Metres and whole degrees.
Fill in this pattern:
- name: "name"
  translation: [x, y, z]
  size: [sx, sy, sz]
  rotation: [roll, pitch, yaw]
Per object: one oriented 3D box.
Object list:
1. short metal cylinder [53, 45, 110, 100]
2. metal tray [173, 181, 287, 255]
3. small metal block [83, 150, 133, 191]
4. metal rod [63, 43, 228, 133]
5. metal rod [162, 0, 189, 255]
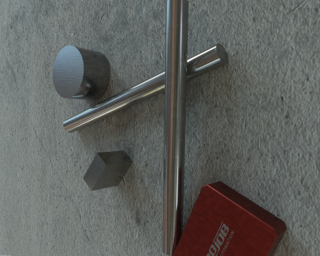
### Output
- name: "short metal cylinder"
  translation: [-0.124, -0.085, 0.488]
  size: [0.080, 0.050, 0.079]
  rotation: [0, 90, 39]
- name: "metal tray"
  translation: [0.068, 0.137, 0.344]
  size: [0.090, 0.030, 0.129]
  rotation: [31, 109, 35]
- name: "small metal block"
  translation: [-0.075, 0.061, 0.448]
  size: [0.025, 0.050, 0.050]
  rotation: [47, 118, 29]
- name: "metal rod"
  translation: [-0.042, -0.043, 0.437]
  size: [0.299, 0.025, 0.025]
  rotation: [-19, 78, 38]
- name: "metal rod"
  translation: [0.017, 0.007, 0.366]
  size: [0.025, 0.025, 0.298]
  rotation: [9, 102, 39]
